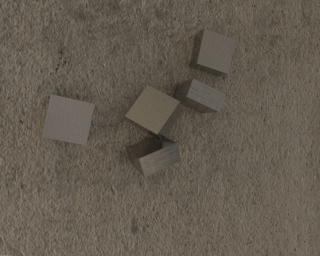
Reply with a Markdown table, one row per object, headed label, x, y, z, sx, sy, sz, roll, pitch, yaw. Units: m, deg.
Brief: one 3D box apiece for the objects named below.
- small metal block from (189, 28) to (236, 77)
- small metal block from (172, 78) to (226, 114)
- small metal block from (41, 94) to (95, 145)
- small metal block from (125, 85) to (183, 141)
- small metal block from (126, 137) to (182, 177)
| label | x | y | z | sx | sy | sz | roll | pitch | yaw |
| --- | --- | --- | --- | --- | --- | --- | --- | --- | --- |
| small metal block | 0.074 | -0.105 | 0.436 | 0.050 | 0.025 | 0.050 | 14 | 85 | -20 |
| small metal block | 0.050 | -0.041 | 0.414 | 0.050 | 0.050 | 0.025 | 23 | 83 | -19 |
| small metal block | -0.109 | -0.009 | 0.368 | 0.050 | 0.025 | 0.050 | 12 | 86 | -20 |
| small metal block | -0.007 | -0.019 | 0.392 | 0.050 | 0.025 | 0.050 | 29 | 77 | 22 |
| small metal block | -0.009 | 0.033 | 0.390 | 0.050 | 0.050 | 0.025 | -22 | 109 | -19 |
